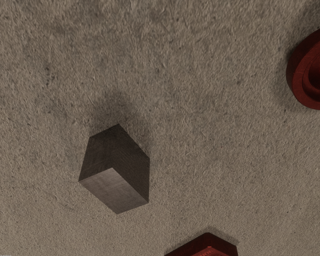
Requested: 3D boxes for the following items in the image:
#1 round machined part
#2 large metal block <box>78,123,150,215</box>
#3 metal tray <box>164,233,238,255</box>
[{"bbox_3d":[0.188,-0.070,0.339,0.099,0.042,0.097,-1,130,0],"label":"round machined part"},{"bbox_3d":[-0.057,0.055,0.417,0.050,0.080,0.080,-24,126,19],"label":"large metal block"},{"bbox_3d":[0.082,0.267,0.632,0.090,0.030,0.130,34,122,-26],"label":"metal tray"}]
